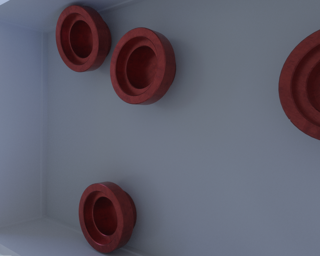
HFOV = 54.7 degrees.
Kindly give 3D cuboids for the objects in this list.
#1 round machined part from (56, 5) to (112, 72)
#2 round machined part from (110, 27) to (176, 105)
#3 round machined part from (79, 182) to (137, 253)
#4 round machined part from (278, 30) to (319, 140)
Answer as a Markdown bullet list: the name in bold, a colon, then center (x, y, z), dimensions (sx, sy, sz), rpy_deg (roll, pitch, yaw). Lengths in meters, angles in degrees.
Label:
- **round machined part**: center (-0.114, -0.138, 0.481), dimensions (0.098, 0.042, 0.097), rpy_deg (12, 110, 35)
- **round machined part**: center (-0.018, -0.079, 0.411), dimensions (0.098, 0.042, 0.097), rpy_deg (0, 90, 40)
- **round machined part**: center (-0.073, 0.128, 0.456), dimensions (0.098, 0.042, 0.097), rpy_deg (0, 90, 40)
- **round machined part**: center (0.158, -0.036, 0.265), dimensions (0.098, 0.042, 0.097), rpy_deg (0, 90, 40)
